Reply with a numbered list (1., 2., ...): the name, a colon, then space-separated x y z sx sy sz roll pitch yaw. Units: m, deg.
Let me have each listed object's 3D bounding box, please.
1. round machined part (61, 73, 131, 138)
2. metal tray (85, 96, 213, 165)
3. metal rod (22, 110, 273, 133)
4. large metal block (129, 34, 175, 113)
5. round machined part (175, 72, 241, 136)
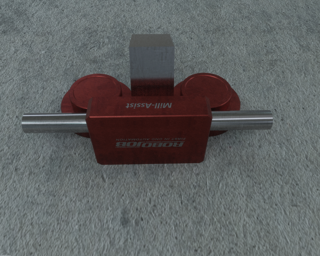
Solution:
1. round machined part: -0.085 -0.037 0.421 0.099 0.042 0.098 0 50 0
2. metal tray: -0.012 0.005 0.358 0.131 0.089 0.030 -1 50 -1
3. metal rod: -0.014 -0.008 0.385 0.302 0.025 0.025 -1 50 -1
4. large metal block: -0.010 -0.072 0.394 0.050 0.079 0.080 -1 27 -2
5. round machined part: 0.061 -0.039 0.426 0.099 0.042 0.098 0 50 0
